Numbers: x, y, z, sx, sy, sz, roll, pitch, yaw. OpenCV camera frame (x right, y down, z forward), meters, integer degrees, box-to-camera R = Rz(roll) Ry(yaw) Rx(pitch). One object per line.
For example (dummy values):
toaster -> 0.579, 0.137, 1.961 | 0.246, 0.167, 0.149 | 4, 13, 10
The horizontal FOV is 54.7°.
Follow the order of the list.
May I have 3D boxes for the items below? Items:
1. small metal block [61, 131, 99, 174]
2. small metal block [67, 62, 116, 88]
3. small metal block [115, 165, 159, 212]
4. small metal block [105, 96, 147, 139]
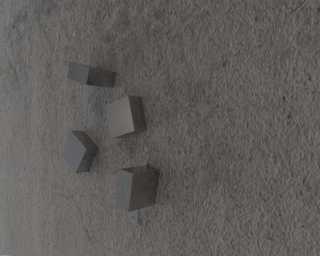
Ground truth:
small metal block -> -0.134, 0.039, 0.516 | 0.050, 0.025, 0.050 | 42, 115, 32
small metal block -> -0.105, -0.081, 0.475 | 0.050, 0.050, 0.025 | 22, 104, 38
small metal block -> -0.030, 0.079, 0.413 | 0.025, 0.050, 0.050 | 12, 98, 39
small metal block -> -0.050, -0.015, 0.446 | 0.050, 0.025, 0.050 | -18, 79, 38
